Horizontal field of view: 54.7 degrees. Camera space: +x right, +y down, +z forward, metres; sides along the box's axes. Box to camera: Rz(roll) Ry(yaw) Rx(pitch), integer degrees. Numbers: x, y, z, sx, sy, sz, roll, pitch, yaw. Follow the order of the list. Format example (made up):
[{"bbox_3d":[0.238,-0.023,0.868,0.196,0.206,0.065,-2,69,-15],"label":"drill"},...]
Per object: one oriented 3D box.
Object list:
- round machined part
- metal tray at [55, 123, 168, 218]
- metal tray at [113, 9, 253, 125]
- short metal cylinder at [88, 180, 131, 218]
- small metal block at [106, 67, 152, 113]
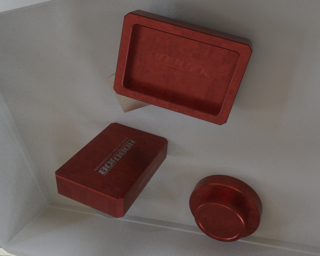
[{"bbox_3d":[0.086,0.116,0.423,0.098,0.042,0.097,13,124,20],"label":"round machined part"},{"bbox_3d":[-0.056,0.046,0.397,0.090,0.131,0.030,17,125,18],"label":"metal tray"},{"bbox_3d":[0.021,-0.065,0.333,0.131,0.030,0.089,18,119,7],"label":"metal tray"},{"bbox_3d":[-0.077,0.095,0.490,0.080,0.050,0.079,13,124,20],"label":"short metal cylinder"},{"bbox_3d":[-0.032,-0.052,0.392,0.050,0.025,0.050,-14,111,33],"label":"small metal block"}]
